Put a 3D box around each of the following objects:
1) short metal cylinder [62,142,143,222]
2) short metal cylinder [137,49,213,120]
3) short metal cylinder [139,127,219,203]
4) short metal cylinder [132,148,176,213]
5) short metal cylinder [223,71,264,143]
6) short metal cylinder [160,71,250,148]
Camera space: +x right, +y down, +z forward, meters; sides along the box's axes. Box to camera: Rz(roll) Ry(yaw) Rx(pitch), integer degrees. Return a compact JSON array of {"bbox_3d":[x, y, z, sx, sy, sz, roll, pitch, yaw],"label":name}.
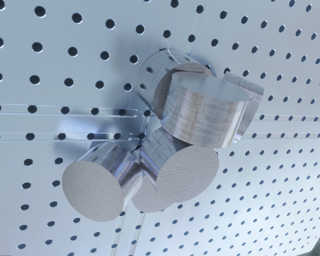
[{"bbox_3d":[-0.068,0.064,0.371,0.050,0.080,0.079,-46,152,-60],"label":"short metal cylinder"},{"bbox_3d":[0.019,-0.049,0.374,0.081,0.050,0.079,-14,125,-21],"label":"short metal cylinder"},{"bbox_3d":[0.022,0.041,0.366,0.081,0.050,0.079,-14,124,-21],"label":"short metal cylinder"},{"bbox_3d":[-0.010,0.071,0.432,0.081,0.050,0.079,-14,125,-21],"label":"short metal cylinder"},{"bbox_3d":[0.091,-0.027,0.400,0.050,0.080,0.079,26,109,5],"label":"short metal cylinder"},{"bbox_3d":[0.045,-0.021,0.321,0.081,0.080,0.050,0,118,-29],"label":"short metal cylinder"}]
